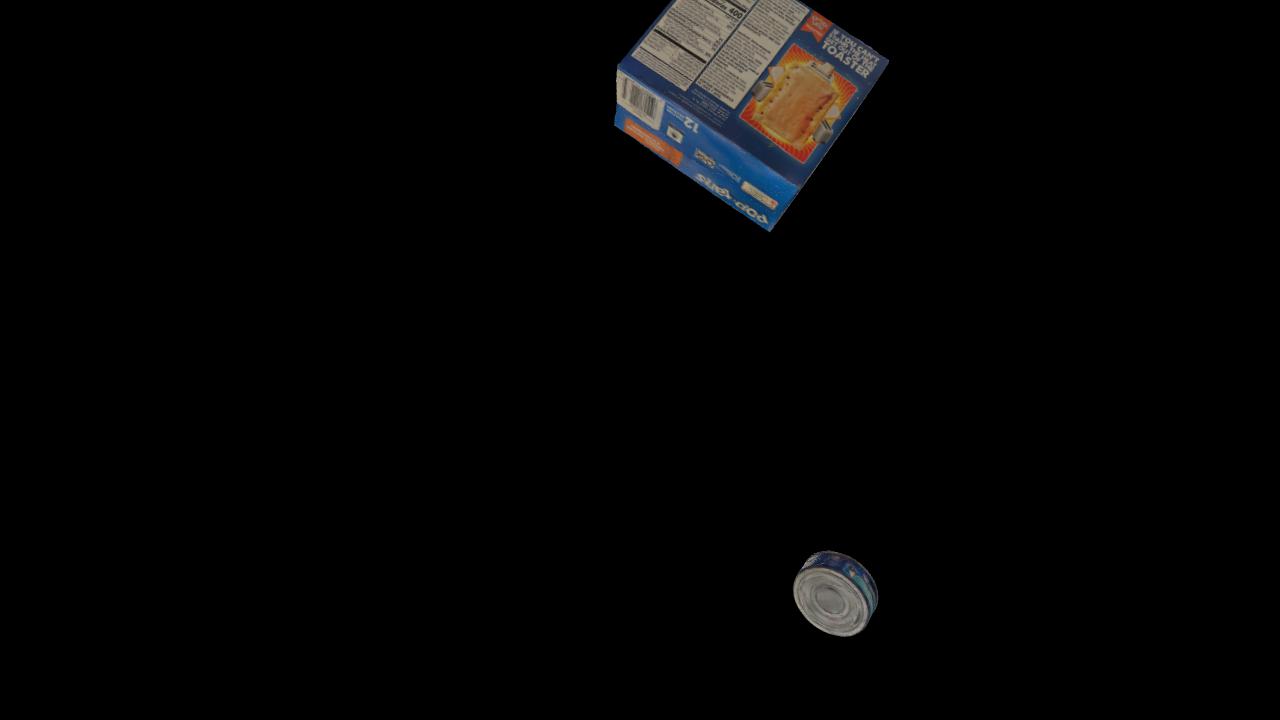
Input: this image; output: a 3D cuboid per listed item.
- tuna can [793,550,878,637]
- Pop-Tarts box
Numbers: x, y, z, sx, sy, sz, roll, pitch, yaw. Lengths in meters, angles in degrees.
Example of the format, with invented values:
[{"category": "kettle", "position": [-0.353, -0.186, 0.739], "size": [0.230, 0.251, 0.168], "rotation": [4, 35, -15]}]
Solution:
[{"category": "tuna can", "position": [0.208, 0.251, 0.659], "size": [0.084, 0.084, 0.034], "rotation": [0, 15, 36]}, {"category": "Pop-Tarts box", "position": [0.086, -0.218, 0.506], "size": [0.167, 0.141, 0.083], "rotation": [35, -12, 2]}]
